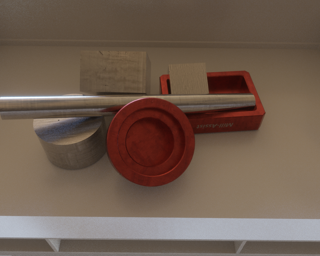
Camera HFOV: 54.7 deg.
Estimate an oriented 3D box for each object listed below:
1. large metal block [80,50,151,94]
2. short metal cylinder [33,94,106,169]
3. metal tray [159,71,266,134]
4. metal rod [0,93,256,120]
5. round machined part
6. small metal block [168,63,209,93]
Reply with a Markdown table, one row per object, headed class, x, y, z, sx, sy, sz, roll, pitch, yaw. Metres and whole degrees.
| class | x | y | z | sx | sy | sz | roll | pitch | yaw |
| --- | --- | --- | --- | --- | --- | --- | --- | --- | --- |
| large metal block | -0.056 | -0.070 | 0.416 | 0.080 | 0.080 | 0.050 | 2 | 92 | 2 |
| short metal cylinder | -0.107 | 0.004 | 0.381 | 0.081 | 0.050 | 0.080 | 0 | 50 | 0 |
| metal tray | 0.068 | -0.037 | 0.431 | 0.131 | 0.030 | 0.090 | -3 | 50 | -4 |
| metal rod | -0.023 | -0.028 | 0.372 | 0.303 | 0.025 | 0.025 | -3 | 49 | -17 |
| round machined part | -0.013 | 0.017 | 0.357 | 0.099 | 0.042 | 0.097 | 2 | 83 | -15 |
| small metal block | 0.038 | -0.061 | 0.427 | 0.050 | 0.025 | 0.050 | -4 | 76 | -3 |
